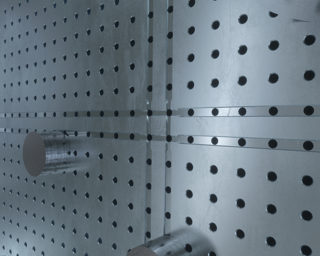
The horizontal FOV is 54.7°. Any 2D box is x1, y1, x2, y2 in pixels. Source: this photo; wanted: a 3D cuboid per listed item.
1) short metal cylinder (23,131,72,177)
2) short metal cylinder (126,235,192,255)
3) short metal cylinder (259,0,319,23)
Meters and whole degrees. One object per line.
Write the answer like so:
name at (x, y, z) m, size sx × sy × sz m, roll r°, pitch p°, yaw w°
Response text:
short metal cylinder at (-0.206, 0.045, 0.563) m, size 0.080 × 0.050 × 0.079 m, roll 0°, pitch 90°, yaw 40°
short metal cylinder at (-0.001, 0.184, 0.394) m, size 0.080 × 0.050 × 0.079 m, roll 0°, pitch 90°, yaw 40°
short metal cylinder at (0.132, -0.125, 0.264) m, size 0.080 × 0.081 × 0.050 m, roll 24°, pitch 105°, yaw 37°
